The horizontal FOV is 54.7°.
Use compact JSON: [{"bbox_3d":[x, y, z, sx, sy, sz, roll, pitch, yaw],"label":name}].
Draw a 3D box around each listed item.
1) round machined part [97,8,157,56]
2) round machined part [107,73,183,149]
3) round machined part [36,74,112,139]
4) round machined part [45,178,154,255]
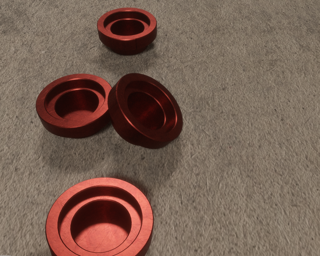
[{"bbox_3d":[-0.054,-0.160,0.526,0.099,0.042,0.098,0,50,0],"label":"round machined part"},{"bbox_3d":[-0.022,-0.017,0.386,0.099,0.042,0.098,25,46,-28],"label":"round machined part"},{"bbox_3d":[-0.108,-0.025,0.411,0.099,0.042,0.098,0,50,0],"label":"round machined part"},{"bbox_3d":[-0.056,0.099,0.302,0.099,0.042,0.098,4,42,-3],"label":"round machined part"}]
